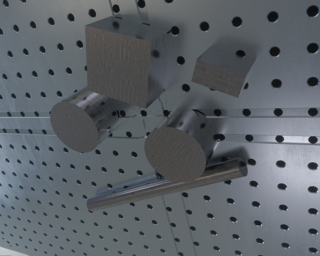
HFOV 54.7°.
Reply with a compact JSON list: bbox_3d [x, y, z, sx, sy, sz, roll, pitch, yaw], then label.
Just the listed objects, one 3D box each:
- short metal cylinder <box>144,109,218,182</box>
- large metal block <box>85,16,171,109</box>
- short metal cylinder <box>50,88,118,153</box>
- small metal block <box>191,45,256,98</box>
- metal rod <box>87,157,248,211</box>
[{"bbox_3d":[0.027,0.022,0.394,0.080,0.050,0.079,13,124,21],"label":"short metal cylinder"},{"bbox_3d":[-0.038,-0.079,0.367,0.080,0.050,0.079,18,126,17],"label":"large metal block"},{"bbox_3d":[-0.108,-0.012,0.445,0.080,0.050,0.079,13,124,21],"label":"short metal cylinder"},{"bbox_3d":[0.067,-0.060,0.323,0.050,0.050,0.025,22,127,15],"label":"small metal block"},{"bbox_3d":[-0.010,0.093,0.473,0.299,0.025,0.025,-22,107,36],"label":"metal rod"}]
